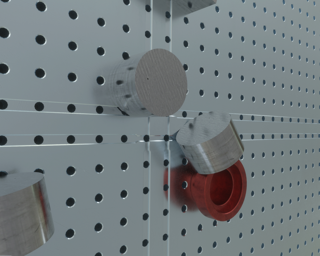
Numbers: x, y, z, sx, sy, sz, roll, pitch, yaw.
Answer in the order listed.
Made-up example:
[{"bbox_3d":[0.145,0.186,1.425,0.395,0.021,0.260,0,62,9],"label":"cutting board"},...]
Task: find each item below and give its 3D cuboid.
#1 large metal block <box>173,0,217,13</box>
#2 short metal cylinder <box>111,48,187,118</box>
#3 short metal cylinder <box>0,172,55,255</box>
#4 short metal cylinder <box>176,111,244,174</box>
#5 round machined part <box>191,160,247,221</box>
[{"bbox_3d":[0.041,-0.221,0.426,0.080,0.050,0.080,22,76,-38],"label":"large metal block"},{"bbox_3d":[-0.013,-0.053,0.382,0.081,0.050,0.079,0,90,-40],"label":"short metal cylinder"},{"bbox_3d":[-0.135,0.073,0.260,0.081,0.080,0.050,-14,99,-39],"label":"short metal cylinder"},{"bbox_3d":[0.070,0.019,0.432,0.080,0.080,0.050,-44,117,-31],"label":"short metal cylinder"},{"bbox_3d":[0.085,0.087,0.470,0.099,0.042,0.097,0,90,-40],"label":"round machined part"}]
